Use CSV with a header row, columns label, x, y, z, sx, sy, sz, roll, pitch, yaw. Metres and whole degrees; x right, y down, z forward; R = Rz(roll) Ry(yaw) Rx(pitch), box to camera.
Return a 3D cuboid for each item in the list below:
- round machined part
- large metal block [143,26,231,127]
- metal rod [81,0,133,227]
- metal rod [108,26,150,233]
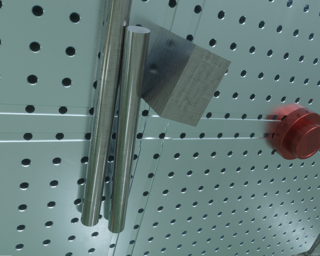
label,x,y,z,sx,sy,sz,roll,pitch,yaw
round machined part,0.255,0.017,0.553,0.099,0.042,0.097,-14,125,-21
large metal block,0.020,-0.059,0.352,0.050,0.080,0.080,15,111,-35
metal rod,-0.070,0.000,0.374,0.025,0.025,0.298,-2,119,-28
metal rod,-0.044,0.025,0.390,0.025,0.025,0.298,-7,126,-25
